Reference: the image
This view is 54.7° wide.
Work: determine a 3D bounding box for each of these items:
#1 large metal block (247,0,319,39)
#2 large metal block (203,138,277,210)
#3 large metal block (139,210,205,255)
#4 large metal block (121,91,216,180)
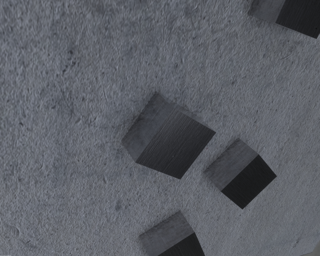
[{"bbox_3d":[0.169,-0.164,0.381,0.081,0.050,0.079,6,116,-31],"label":"large metal block"},{"bbox_3d":[0.133,0.076,0.510,0.080,0.050,0.080,-45,129,3],"label":"large metal block"},{"bbox_3d":[0.022,0.201,0.527,0.080,0.050,0.080,-29,129,-10],"label":"large metal block"},{"bbox_3d":[0.011,0.011,0.404,0.080,0.050,0.080,27,104,-38],"label":"large metal block"}]
